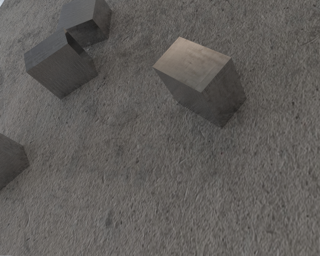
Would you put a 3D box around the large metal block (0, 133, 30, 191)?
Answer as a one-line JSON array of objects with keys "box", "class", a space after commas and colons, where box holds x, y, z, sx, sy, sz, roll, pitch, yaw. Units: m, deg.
[{"box": [-0.267, 0.052, 0.477, 0.080, 0.080, 0.050, -41, 51, 0], "class": "large metal block"}]

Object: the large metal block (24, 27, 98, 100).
[{"box": [-0.165, -0.106, 0.521, 0.080, 0.080, 0.050, -32, 52, 8], "class": "large metal block"}]

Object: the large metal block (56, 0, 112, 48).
[{"box": [-0.142, -0.201, 0.586, 0.080, 0.050, 0.080, -13, 56, 21], "class": "large metal block"}]

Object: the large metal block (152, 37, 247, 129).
[{"box": [0.050, -0.054, 0.376, 0.050, 0.080, 0.080, -50, 52, -6], "class": "large metal block"}]
